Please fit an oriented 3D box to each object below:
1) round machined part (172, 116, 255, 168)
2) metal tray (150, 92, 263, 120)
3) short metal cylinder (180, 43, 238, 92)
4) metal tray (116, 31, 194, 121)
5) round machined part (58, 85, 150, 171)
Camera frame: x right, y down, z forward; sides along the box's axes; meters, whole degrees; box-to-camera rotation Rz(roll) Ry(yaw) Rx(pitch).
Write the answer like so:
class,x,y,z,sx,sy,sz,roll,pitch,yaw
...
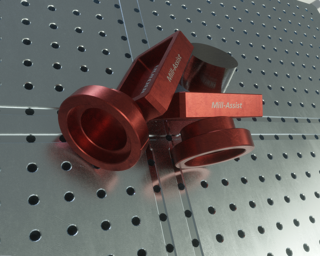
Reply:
class,x,y,z,sx,sy,sz,roll,pitch,yaw
round machined part,0.062,0.017,0.384,0.099,0.098,0.042,-2,70,-29
metal tray,0.059,-0.027,0.414,0.131,0.090,0.030,-2,91,-29
short metal cylinder,0.070,-0.088,0.467,0.081,0.050,0.080,14,34,-9
metal tray,-0.015,-0.060,0.393,0.030,0.090,0.130,45,47,-25
round machined part,-0.056,-0.003,0.335,0.098,0.097,0.042,38,43,-4
